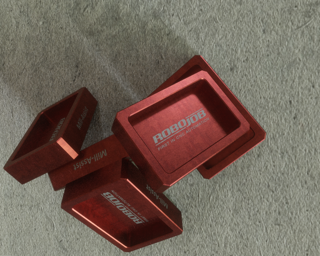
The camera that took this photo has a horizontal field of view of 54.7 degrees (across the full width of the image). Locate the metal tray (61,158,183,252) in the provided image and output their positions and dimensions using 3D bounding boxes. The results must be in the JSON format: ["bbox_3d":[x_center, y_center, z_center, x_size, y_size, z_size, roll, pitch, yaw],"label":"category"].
[{"bbox_3d":[-0.041,0.100,0.377,0.090,0.130,0.030,-26,37,18],"label":"metal tray"}]

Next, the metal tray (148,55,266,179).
[{"bbox_3d":[0.056,-0.014,0.387,0.090,0.030,0.130,-40,78,15],"label":"metal tray"}]

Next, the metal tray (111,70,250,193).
[{"bbox_3d":[0.025,-0.001,0.341,0.131,0.030,0.090,-30,77,-28],"label":"metal tray"}]

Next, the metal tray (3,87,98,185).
[{"bbox_3d":[-0.137,0.005,0.407,0.090,0.130,0.030,-25,120,18],"label":"metal tray"}]

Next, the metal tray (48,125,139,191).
[{"bbox_3d":[-0.065,0.037,0.397,0.130,0.090,0.030,-26,82,18],"label":"metal tray"}]
